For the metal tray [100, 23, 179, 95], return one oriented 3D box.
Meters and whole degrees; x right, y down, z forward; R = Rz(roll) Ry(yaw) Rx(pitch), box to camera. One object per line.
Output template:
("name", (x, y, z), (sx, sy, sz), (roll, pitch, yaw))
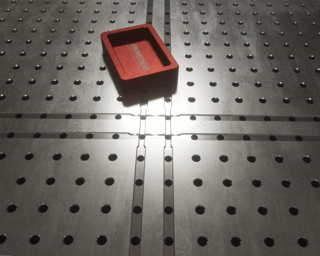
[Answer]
("metal tray", (-0.035, -0.116, 0.500), (0.091, 0.030, 0.130), (-16, 52, -14))
